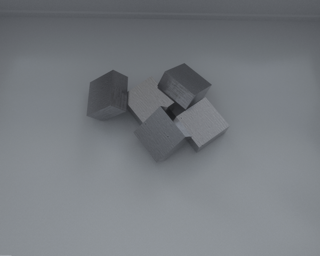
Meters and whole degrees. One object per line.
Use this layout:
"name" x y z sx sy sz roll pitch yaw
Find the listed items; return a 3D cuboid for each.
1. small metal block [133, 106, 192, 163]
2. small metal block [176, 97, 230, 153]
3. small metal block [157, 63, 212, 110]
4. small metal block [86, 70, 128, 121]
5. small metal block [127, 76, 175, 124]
"small metal block" 0.003 0.008 0.393 0.050 0.025 0.050 -44 73 18
"small metal block" 0.055 -0.004 0.410 0.050 0.025 0.050 -34 74 -12
"small metal block" 0.034 -0.057 0.417 0.050 0.025 0.050 41 40 13
"small metal block" -0.069 -0.042 0.408 0.050 0.025 0.050 -17 63 40
"small metal block" -0.016 -0.034 0.420 0.050 0.025 0.050 -36 74 -13
